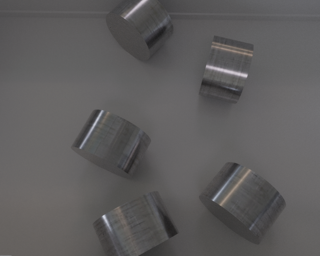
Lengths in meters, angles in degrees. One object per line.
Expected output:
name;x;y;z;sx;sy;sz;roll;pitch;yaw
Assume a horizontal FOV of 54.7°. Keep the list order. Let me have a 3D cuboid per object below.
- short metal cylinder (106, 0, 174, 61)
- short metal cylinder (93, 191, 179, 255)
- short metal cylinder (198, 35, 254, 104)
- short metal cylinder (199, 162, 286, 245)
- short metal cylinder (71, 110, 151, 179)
short metal cylinder;-0.028;-0.142;0.432;0.080;0.080;0.050;38;75;12
short metal cylinder;-0.026;0.111;0.340;0.080;0.080;0.050;-26;72;-9
short metal cylinder;0.086;-0.076;0.409;0.050;0.080;0.080;15;71;5
short metal cylinder;0.092;0.084;0.350;0.080;0.080;0.050;39;75;13
short metal cylinder;-0.058;0.021;0.372;0.080;0.080;0.050;24;72;8
